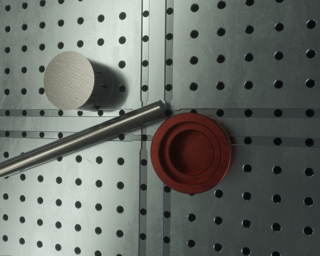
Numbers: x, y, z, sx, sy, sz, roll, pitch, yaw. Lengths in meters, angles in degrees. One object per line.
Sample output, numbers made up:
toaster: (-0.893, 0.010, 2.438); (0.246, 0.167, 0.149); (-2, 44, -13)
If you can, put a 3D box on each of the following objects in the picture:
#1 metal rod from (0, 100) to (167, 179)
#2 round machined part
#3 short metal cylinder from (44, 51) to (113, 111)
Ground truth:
metal rod: (-0.130, 0.023, 0.456); (0.300, 0.025, 0.025); (-20, 84, 18)
round machined part: (0.041, 0.030, 0.388); (0.098, 0.042, 0.097); (0, 90, 19)
short metal cylinder: (-0.115, -0.064, 0.438); (0.080, 0.050, 0.079); (0, 90, 19)
